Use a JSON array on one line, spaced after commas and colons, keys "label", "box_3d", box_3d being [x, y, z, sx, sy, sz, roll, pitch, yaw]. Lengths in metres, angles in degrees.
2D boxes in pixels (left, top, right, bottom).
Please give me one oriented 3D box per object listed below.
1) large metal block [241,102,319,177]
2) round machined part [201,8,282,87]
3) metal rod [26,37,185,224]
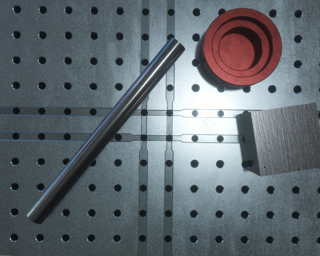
[{"label": "large metal block", "box_3d": [0.156, 0.014, 0.402, 0.080, 0.050, 0.080, -9, 90, 0]}, {"label": "round machined part", "box_3d": [0.103, -0.101, 0.406, 0.099, 0.042, 0.097, 0, 90, 0]}, {"label": "metal rod", "box_3d": [-0.071, 0.003, 0.412, 0.025, 0.025, 0.300, 39, 90, 0]}]
